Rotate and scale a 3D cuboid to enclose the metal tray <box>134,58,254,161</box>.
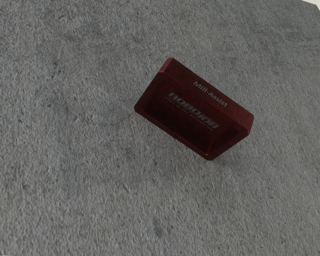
[{"bbox_3d":[0.041,-0.019,0.399,0.130,0.090,0.030,34,51,-6],"label":"metal tray"}]
